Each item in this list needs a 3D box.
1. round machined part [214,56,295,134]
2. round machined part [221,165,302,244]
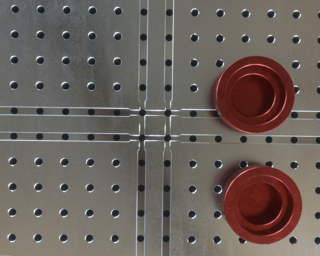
[{"bbox_3d":[0.119,-0.042,0.406,0.099,0.042,0.097,0,90,-1],"label":"round machined part"},{"bbox_3d":[0.129,0.097,0.407,0.099,0.042,0.097,0,90,-1],"label":"round machined part"}]
